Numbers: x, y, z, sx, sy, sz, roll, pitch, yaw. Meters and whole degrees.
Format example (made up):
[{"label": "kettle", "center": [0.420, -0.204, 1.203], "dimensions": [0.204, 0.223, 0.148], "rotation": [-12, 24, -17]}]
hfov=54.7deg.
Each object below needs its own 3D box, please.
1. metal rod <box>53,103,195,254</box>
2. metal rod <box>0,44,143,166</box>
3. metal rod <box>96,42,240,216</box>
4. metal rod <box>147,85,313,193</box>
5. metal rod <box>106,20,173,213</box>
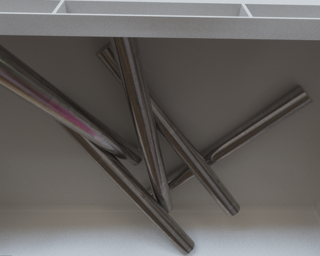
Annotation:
[{"label": "metal rod", "center": [-0.047, 0.073, 0.425], "dimensions": [0.025, 0.025, 0.300], "rotation": [-31, 111, 23]}, {"label": "metal rod", "center": [-0.085, -0.010, 0.315], "dimensions": [0.025, 0.025, 0.300], "rotation": [-16, 155, 13]}, {"label": "metal rod", "center": [0.025, 0.018, 0.401], "dimensions": [0.025, 0.025, 0.300], "rotation": [-28, 118, 21]}, {"label": "metal rod", "center": [0.074, 0.040, 0.444], "dimensions": [0.025, 0.025, 0.299], "rotation": [36, 121, -27]}, {"label": "metal rod", "center": [-0.014, 0.016, 0.378], "dimensions": [0.025, 0.025, 0.298], "rotation": [-7, 133, 5]}]
